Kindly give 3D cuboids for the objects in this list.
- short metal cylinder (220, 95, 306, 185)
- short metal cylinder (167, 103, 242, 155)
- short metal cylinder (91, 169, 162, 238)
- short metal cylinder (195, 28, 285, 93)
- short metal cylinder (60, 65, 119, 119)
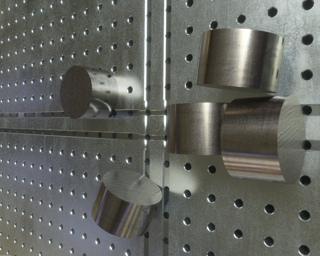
[{"bbox_3d":[0.099,0.010,0.291,0.050,0.081,0.079,0,90,40],"label":"short metal cylinder"},{"bbox_3d":[0.048,0.001,0.333,0.080,0.081,0.050,0,90,39],"label":"short metal cylinder"},{"bbox_3d":[-0.043,0.097,0.407,0.080,0.081,0.050,33,111,34],"label":"short metal cylinder"},{"bbox_3d":[0.078,-0.064,0.308,0.080,0.081,0.050,11,97,39],"label":"short metal cylinder"},{"bbox_3d":[-0.111,-0.054,0.482,0.080,0.050,0.079,0,90,39],"label":"short metal cylinder"}]
